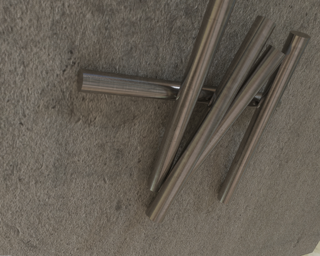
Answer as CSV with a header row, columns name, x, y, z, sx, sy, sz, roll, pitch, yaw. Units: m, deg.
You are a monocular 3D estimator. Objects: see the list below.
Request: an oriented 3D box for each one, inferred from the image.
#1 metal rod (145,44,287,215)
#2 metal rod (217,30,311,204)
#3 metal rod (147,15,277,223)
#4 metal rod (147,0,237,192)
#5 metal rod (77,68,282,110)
name,x,y,z,sx,sy,sz,roll,pitch,yaw
metal rod,0.066,0.020,0.431,0.025,0.025,0.298,18,116,-35
metal rod,0.142,0.005,0.460,0.025,0.025,0.298,-6,129,-26
metal rod,0.059,0.001,0.405,0.025,0.025,0.298,16,109,-35
metal rod,0.031,-0.031,0.370,0.025,0.025,0.298,-3,130,-27
metal rod,0.046,-0.045,0.403,0.302,0.025,0.025,2,117,-30
